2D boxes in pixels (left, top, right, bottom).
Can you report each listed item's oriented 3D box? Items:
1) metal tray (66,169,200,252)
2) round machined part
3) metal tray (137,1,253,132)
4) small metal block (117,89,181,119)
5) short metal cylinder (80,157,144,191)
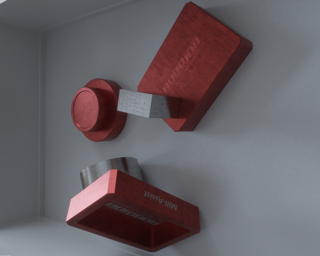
[{"bbox_3d":[-0.028,0.103,0.362,0.090,0.131,0.030,-38,35,33],"label":"metal tray"},{"bbox_3d":[-0.099,-0.027,0.475,0.098,0.042,0.097,0,90,39],"label":"round machined part"},{"bbox_3d":[0.035,-0.070,0.373,0.090,0.030,0.129,48,118,29],"label":"metal tray"},{"bbox_3d":[-0.013,-0.028,0.359,0.050,0.050,0.025,14,100,39],"label":"small metal block"},{"bbox_3d":[-0.062,0.078,0.417,0.080,0.081,0.050,-33,64,35],"label":"short metal cylinder"}]
